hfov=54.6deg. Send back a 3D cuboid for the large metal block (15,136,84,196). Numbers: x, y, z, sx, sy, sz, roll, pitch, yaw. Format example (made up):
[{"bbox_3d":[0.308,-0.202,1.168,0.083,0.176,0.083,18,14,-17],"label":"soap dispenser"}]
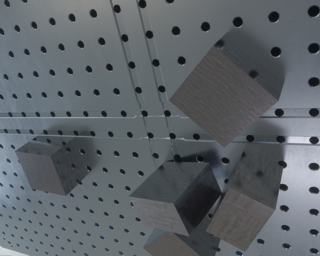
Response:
[{"bbox_3d":[-0.189,0.064,0.535,0.080,0.050,0.080,4,120,26],"label":"large metal block"}]

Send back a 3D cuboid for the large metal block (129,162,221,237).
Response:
[{"bbox_3d":[0.021,0.088,0.409,0.080,0.080,0.050,-5,117,45],"label":"large metal block"}]

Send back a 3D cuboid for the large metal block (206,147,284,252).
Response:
[{"bbox_3d":[0.103,0.084,0.374,0.050,0.080,0.079,25,127,12],"label":"large metal block"}]

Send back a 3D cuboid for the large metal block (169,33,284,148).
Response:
[{"bbox_3d":[0.071,-0.040,0.334,0.080,0.050,0.080,41,129,0],"label":"large metal block"}]

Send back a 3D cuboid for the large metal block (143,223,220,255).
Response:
[{"bbox_3d":[0.034,0.184,0.491,0.080,0.050,0.080,41,129,0],"label":"large metal block"}]
